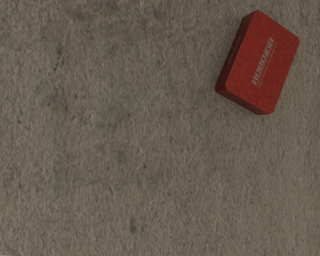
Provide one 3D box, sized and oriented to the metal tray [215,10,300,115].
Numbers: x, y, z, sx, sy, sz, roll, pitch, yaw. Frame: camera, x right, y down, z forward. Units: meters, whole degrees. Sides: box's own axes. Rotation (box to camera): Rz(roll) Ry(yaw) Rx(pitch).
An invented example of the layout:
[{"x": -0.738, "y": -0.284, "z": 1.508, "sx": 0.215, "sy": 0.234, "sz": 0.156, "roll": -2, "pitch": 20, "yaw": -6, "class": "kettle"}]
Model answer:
[{"x": 0.146, "y": -0.095, "z": 0.462, "sx": 0.090, "sy": 0.030, "sz": 0.130, "roll": 26, "pitch": 81, "yaw": -19, "class": "metal tray"}]
